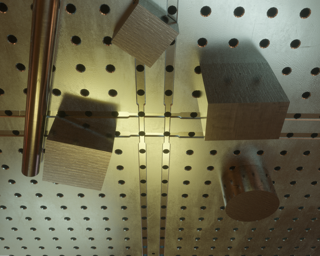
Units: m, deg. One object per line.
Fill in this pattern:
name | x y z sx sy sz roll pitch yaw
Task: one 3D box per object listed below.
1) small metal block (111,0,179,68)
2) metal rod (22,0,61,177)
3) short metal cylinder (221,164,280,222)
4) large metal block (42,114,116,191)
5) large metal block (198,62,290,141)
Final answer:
small metal block | -0.016 -0.100 0.326 0.050 0.025 0.050 30 124 -24
metal rod | -0.146 -0.044 0.371 0.025 0.025 0.298 14 129 -12
short metal cylinder | 0.139 0.103 0.485 0.081 0.050 0.079 0 130 0
large metal block | -0.110 0.035 0.424 0.081 0.050 0.079 13 129 -11
large metal block | 0.088 -0.032 0.350 0.081 0.080 0.050 -1 130 0
